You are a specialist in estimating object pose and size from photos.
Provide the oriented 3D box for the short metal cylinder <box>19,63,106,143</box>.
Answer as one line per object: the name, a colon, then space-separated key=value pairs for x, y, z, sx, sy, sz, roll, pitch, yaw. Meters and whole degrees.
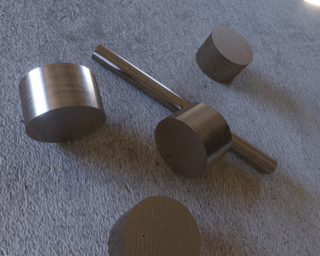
short metal cylinder: x=-0.103 y=-0.024 z=0.328 sx=0.081 sy=0.080 sz=0.050 roll=-5 pitch=65 yaw=-31

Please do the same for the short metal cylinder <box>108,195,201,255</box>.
short metal cylinder: x=-0.006 y=0.115 z=0.314 sx=0.081 sy=0.050 sz=0.080 roll=14 pitch=56 yaw=-21

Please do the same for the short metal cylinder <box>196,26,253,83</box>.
short metal cylinder: x=0.108 y=-0.123 z=0.520 sx=0.081 sy=0.050 sz=0.080 roll=14 pitch=56 yaw=-21

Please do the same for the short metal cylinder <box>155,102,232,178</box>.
short metal cylinder: x=0.040 y=0.015 z=0.381 sx=0.050 sy=0.080 sz=0.080 roll=-31 pitch=79 yaw=-38

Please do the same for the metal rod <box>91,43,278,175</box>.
metal rod: x=0.039 y=-0.023 z=0.438 sx=0.301 sy=0.025 sz=0.025 roll=33 pitch=51 yaw=-7
